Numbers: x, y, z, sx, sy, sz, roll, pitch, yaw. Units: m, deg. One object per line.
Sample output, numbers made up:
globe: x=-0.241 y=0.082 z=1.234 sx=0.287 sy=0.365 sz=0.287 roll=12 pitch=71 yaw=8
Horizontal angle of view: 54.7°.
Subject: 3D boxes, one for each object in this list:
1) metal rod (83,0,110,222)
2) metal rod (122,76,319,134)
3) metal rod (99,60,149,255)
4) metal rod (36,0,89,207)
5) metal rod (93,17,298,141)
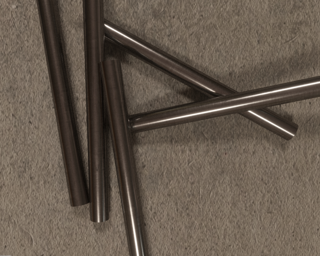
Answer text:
metal rod: x=-0.081 y=-0.028 z=0.393 sx=0.025 sy=0.025 sz=0.298 roll=-1 pitch=96 yaw=-1
metal rod: x=0.095 y=-0.031 z=0.386 sx=0.301 sy=0.025 sz=0.025 roll=-11 pitch=90 yaw=9
metal rod: x=-0.041 y=0.066 z=0.392 sx=0.025 sy=0.025 sz=0.298 roll=-8 pitch=97 yaw=0
metal rod: x=-0.129 y=-0.047 z=0.408 sx=0.025 sy=0.025 sz=0.298 roll=-9 pitch=90 yaw=0
metal rod: x=0.044 y=-0.066 z=0.410 sx=0.301 sy=0.025 sz=0.025 roll=29 pitch=90 yaw=-1
